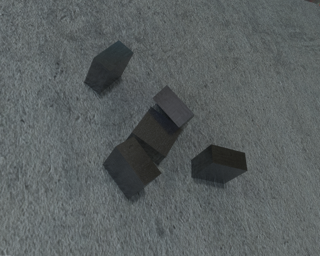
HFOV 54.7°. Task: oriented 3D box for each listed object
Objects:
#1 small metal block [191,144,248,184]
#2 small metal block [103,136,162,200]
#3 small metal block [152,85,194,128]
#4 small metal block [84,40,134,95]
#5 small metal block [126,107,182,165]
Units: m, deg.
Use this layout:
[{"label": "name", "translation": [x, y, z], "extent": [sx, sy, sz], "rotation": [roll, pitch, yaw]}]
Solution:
[{"label": "small metal block", "translation": [0.075, 0.048, 0.398], "extent": [0.050, 0.050, 0.025], "rotation": [15, 56, -20]}, {"label": "small metal block", "translation": [-0.032, 0.045, 0.343], "extent": [0.025, 0.050, 0.050], "rotation": [-31, 79, -38]}, {"label": "small metal block", "translation": [0.019, -0.027, 0.411], "extent": [0.025, 0.050, 0.050], "rotation": [-42, 85, 3]}, {"label": "small metal block", "translation": [-0.066, -0.078, 0.399], "extent": [0.025, 0.050, 0.050], "rotation": [41, 51, -1]}, {"label": "small metal block", "translation": [-0.007, 0.009, 0.394], "extent": [0.050, 0.025, 0.050], "rotation": [37, 51, -4]}]
